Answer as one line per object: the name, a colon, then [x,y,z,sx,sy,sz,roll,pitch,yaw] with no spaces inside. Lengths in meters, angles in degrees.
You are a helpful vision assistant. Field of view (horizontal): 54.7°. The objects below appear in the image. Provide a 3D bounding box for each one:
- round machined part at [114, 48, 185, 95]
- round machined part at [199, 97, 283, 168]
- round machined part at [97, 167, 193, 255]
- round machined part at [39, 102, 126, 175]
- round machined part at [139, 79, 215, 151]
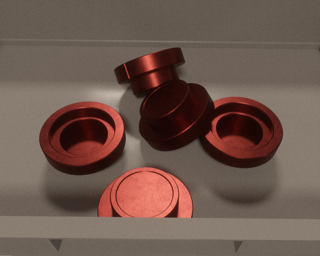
round machined part: [-0.011,-0.076,0.435,0.099,0.098,0.042,-20,96,-16]
round machined part: [0.097,0.010,0.387,0.099,0.042,0.098,0,50,0]
round machined part: [-0.015,0.079,0.319,0.099,0.042,0.098,0,42,0]
round machined part: [-0.091,0.016,0.379,0.099,0.042,0.098,0,50,0]
round machined part: [0.014,-0.022,0.384,0.098,0.042,0.098,-23,38,20]
